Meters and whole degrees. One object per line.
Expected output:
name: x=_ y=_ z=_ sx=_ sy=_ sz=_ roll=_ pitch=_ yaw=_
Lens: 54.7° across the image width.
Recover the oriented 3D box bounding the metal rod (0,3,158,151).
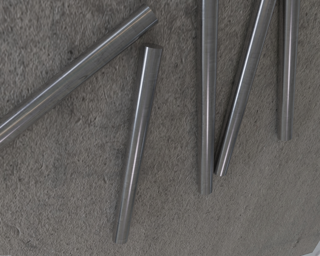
metal rod: x=-0.126 y=-0.025 z=0.322 sx=0.300 sy=0.025 sz=0.025 roll=-39 pitch=129 yaw=-2

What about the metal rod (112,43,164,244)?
metal rod: x=-0.035 y=0.039 z=0.411 sx=0.025 sy=0.025 sz=0.298 roll=-3 pitch=120 yaw=-27

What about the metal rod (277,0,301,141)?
metal rod: x=0.183 y=-0.101 z=0.443 sx=0.025 sy=0.025 sz=0.298 roll=-25 pitch=128 yaw=-13

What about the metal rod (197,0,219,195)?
metal rod: x=0.064 y=-0.023 z=0.427 sx=0.025 sy=0.025 sz=0.298 roll=-18 pitch=126 yaw=-18

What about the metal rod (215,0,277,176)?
metal rod: x=0.115 y=-0.059 z=0.432 sx=0.025 sy=0.025 sz=0.298 roll=-6 pitch=121 yaw=-25
